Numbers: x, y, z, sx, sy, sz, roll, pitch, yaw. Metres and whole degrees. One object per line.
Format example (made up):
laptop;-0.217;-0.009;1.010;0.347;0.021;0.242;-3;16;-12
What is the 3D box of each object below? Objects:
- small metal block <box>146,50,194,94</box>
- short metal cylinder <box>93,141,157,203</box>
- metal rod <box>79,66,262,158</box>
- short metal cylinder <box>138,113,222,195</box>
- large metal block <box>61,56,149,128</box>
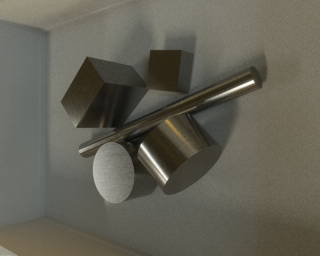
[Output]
small metal block;0.012;-0.072;0.393;0.050;0.025;0.050;11;97;39
short metal cylinder;-0.046;0.058;0.424;0.080;0.050;0.079;0;90;39
metal rod;-0.010;-0.008;0.412;0.299;0.025;0.025;-22;76;37
short metal cylinder;0.022;0.030;0.349;0.050;0.081;0.080;50;119;28
large metal block;-0.076;-0.046;0.430;0.080;0.081;0.050;-51;61;28
